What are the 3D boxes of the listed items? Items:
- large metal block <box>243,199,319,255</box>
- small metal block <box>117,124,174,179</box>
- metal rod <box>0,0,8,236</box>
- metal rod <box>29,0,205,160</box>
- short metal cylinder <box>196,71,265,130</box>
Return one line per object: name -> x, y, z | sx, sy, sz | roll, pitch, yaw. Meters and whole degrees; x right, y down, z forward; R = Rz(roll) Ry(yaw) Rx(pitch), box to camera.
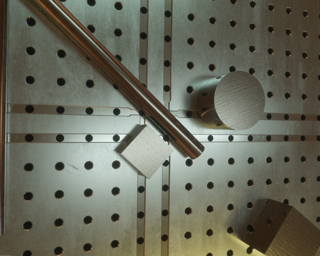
large metal block -> 0.189, 0.168, 0.472 | 0.080, 0.050, 0.080 | 40, 77, -16
small metal block -> -0.019, 0.031, 0.407 | 0.050, 0.025, 0.050 | 45, 76, -15
metal rod -> -0.184, -0.031, 0.344 | 0.025, 0.025, 0.298 | 1, 90, -20
metal rod -> -0.051, -0.067, 0.394 | 0.300, 0.025, 0.025 | 44, 76, -15
short metal cylinder -> 0.099, -0.037, 0.437 | 0.081, 0.050, 0.079 | 0, 90, -21
